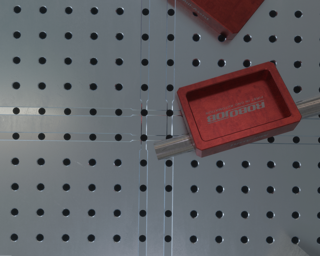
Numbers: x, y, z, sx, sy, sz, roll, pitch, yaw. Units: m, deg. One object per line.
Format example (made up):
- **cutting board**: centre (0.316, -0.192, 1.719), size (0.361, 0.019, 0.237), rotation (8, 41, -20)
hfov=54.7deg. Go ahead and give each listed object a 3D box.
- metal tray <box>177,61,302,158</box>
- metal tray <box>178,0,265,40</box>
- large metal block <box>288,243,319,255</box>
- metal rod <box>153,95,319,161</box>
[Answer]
- **metal tray**: centre (0.096, -0.024, 0.394), size (0.131, 0.030, 0.090), rotation (-17, 66, -1)
- **metal tray**: centre (0.074, -0.193, 0.411), size (0.130, 0.030, 0.090), rotation (38, 90, 0)
- **large metal block**: centre (0.203, 0.212, 0.403), size (0.080, 0.050, 0.080), rotation (27, 90, 0)
- **metal rod**: centre (0.140, -0.010, 0.414), size (0.302, 0.025, 0.025), rotation (-16, 90, 0)
